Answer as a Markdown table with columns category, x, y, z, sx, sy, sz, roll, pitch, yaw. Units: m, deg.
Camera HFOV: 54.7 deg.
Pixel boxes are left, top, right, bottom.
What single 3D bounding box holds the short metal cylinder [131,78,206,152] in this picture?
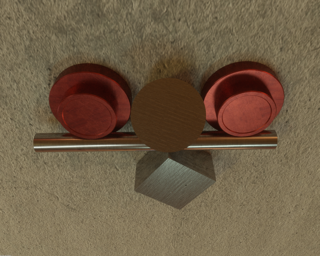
| category | x | y | z | sx | sy | sz | roll | pitch | yaw |
| --- | --- | --- | --- | --- | --- | --- | --- | --- | --- |
| short metal cylinder | 0.009 | -0.015 | 0.355 | 0.080 | 0.050 | 0.079 | 0 | 95 | 0 |

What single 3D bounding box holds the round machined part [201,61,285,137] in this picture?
| category | x | y | z | sx | sy | sz | roll | pitch | yaw |
| --- | --- | --- | --- | --- | --- | --- | --- | --- | --- |
| round machined part | 0.101 | -0.028 | 0.375 | 0.099 | 0.042 | 0.097 | 0 | 130 | 0 |

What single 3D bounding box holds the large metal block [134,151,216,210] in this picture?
| category | x | y | z | sx | sy | sz | roll | pitch | yaw |
| --- | --- | --- | --- | --- | --- | --- | --- | --- | --- |
| large metal block | 0.020 | 0.064 | 0.444 | 0.080 | 0.050 | 0.080 | 28 | 125 | -22 |

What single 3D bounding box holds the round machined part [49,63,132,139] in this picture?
| category | x | y | z | sx | sy | sz | roll | pitch | yaw |
| --- | --- | --- | --- | --- | --- | --- | --- | --- | --- |
| round machined part | -0.084 | -0.025 | 0.375 | 0.099 | 0.042 | 0.097 | 0 | 130 | 0 |

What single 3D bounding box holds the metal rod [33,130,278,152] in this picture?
| category | x | y | z | sx | sy | sz | roll | pitch | yaw |
| --- | --- | --- | --- | --- | --- | --- | --- | --- | --- |
| metal rod | -0.006 | 0.017 | 0.395 | 0.302 | 0.025 | 0.025 | -1 | 130 | 0 |
